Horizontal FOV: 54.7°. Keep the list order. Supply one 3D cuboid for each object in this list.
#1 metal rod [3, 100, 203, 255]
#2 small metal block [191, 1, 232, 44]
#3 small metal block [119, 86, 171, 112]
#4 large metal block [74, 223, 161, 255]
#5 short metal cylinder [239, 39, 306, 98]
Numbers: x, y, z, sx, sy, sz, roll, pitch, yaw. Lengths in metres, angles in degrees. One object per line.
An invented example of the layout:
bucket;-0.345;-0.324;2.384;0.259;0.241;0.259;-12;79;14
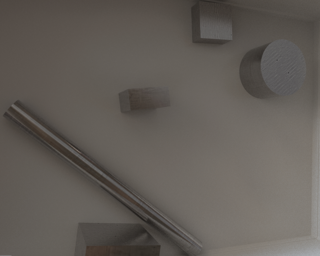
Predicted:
metal rod;-0.059;0.073;0.389;0.300;0.025;0.025;41;77;-16
small metal block;0.073;-0.148;0.439;0.050;0.025;0.050;-3;91;-20
small metal block;-0.021;-0.036;0.390;0.050;0.050;0.025;-7;93;-20
large metal block;-0.054;0.148;0.363;0.081;0.080;0.050;8;88;-20
short metal cylinder;0.167;-0.086;0.461;0.081;0.050;0.079;0;90;-20
